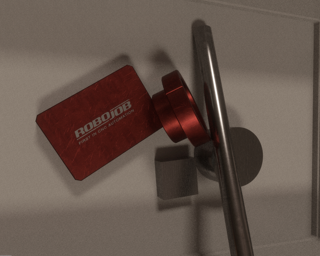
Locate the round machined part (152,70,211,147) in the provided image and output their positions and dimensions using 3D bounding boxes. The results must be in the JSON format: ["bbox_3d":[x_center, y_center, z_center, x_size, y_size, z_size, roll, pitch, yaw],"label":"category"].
[{"bbox_3d":[0.024,-0.020,0.389,0.042,0.098,0.098,-26,100,11],"label":"round machined part"}]

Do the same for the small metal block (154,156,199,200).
[{"bbox_3d":[0.022,0.067,0.420,0.050,0.025,0.050,-5,92,-20],"label":"small metal block"}]

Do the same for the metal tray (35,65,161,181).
[{"bbox_3d":[-0.071,-0.008,0.382,0.131,0.030,0.090,-34,101,-17],"label":"metal tray"}]

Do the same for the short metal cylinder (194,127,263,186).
[{"bbox_3d":[0.095,0.038,0.434,0.081,0.050,0.079,0,90,-21],"label":"short metal cylinder"}]

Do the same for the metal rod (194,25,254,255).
[{"bbox_3d":[0.076,0.004,0.389,0.025,0.025,0.299,0,71,-20],"label":"metal rod"}]
